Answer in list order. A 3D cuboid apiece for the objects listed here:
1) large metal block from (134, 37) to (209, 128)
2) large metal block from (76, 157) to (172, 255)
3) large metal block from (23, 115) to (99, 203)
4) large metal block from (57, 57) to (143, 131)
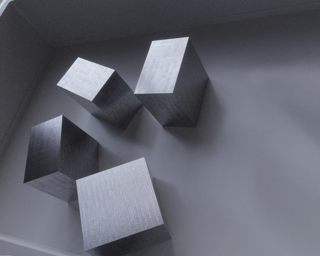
[{"bbox_3d":[0.019,-0.055,0.393,0.050,0.080,0.080,2,63,29],"label":"large metal block"},{"bbox_3d":[-0.040,0.090,0.343,0.080,0.050,0.080,-19,53,-1],"label":"large metal block"},{"bbox_3d":[-0.125,0.043,0.408,0.050,0.080,0.080,-20,54,16],"label":"large metal block"},{"bbox_3d":[-0.084,-0.048,0.442,0.080,0.080,0.050,25,75,36],"label":"large metal block"}]
